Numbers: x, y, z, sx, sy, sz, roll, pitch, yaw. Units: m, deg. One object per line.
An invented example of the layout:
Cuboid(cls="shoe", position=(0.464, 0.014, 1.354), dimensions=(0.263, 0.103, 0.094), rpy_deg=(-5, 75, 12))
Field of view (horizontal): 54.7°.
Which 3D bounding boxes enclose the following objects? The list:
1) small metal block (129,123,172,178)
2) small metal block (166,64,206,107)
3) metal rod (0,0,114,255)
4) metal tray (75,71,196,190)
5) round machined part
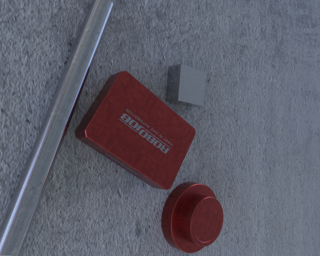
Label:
Cuboid(cls="small metal block", position=(-0.015, 0.028, 0.394), dimensions=(0.050, 0.025, 0.050), rpy_deg=(45, 63, -31))
Cuboid(cls="small metal block", position=(0.037, -0.059, 0.438), dimensions=(0.050, 0.025, 0.050), rpy_deg=(9, 85, -40))
Cuboid(cls="metal rod", position=(-0.106, -0.003, 0.316), dimensions=(0.025, 0.025, 0.299), rpy_deg=(28, 73, -37))
Cuboid(cls="metal tray", position=(-0.023, 0.006, 0.375), dimensions=(0.130, 0.030, 0.090), rpy_deg=(38, 66, -27))
Cuboid(cls="round machined part", position=(0.053, 0.129, 0.441), dimensions=(0.099, 0.042, 0.097), rpy_deg=(0, 90, -40))
